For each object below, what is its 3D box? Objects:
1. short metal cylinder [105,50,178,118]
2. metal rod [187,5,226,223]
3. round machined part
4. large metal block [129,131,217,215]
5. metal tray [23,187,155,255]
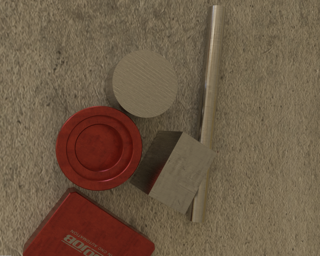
[{"bbox_3d":[-0.025,-0.052,0.387,0.081,0.050,0.079,0,90,-21],"label":"short metal cylinder"},{"bbox_3d":[0.066,-0.021,0.434,0.025,0.025,0.298,7,88,-20],"label":"metal rod"},{"bbox_3d":[-0.074,0.023,0.373,0.099,0.042,0.097,0,90,-21],"label":"round machined part"},{"bbox_3d":[0.013,0.051,0.386,0.050,0.080,0.080,33,79,-18],"label":"large metal block"},{"bbox_3d":[-0.083,0.145,0.377,0.130,0.030,0.090,39,77,-16],"label":"metal tray"}]
